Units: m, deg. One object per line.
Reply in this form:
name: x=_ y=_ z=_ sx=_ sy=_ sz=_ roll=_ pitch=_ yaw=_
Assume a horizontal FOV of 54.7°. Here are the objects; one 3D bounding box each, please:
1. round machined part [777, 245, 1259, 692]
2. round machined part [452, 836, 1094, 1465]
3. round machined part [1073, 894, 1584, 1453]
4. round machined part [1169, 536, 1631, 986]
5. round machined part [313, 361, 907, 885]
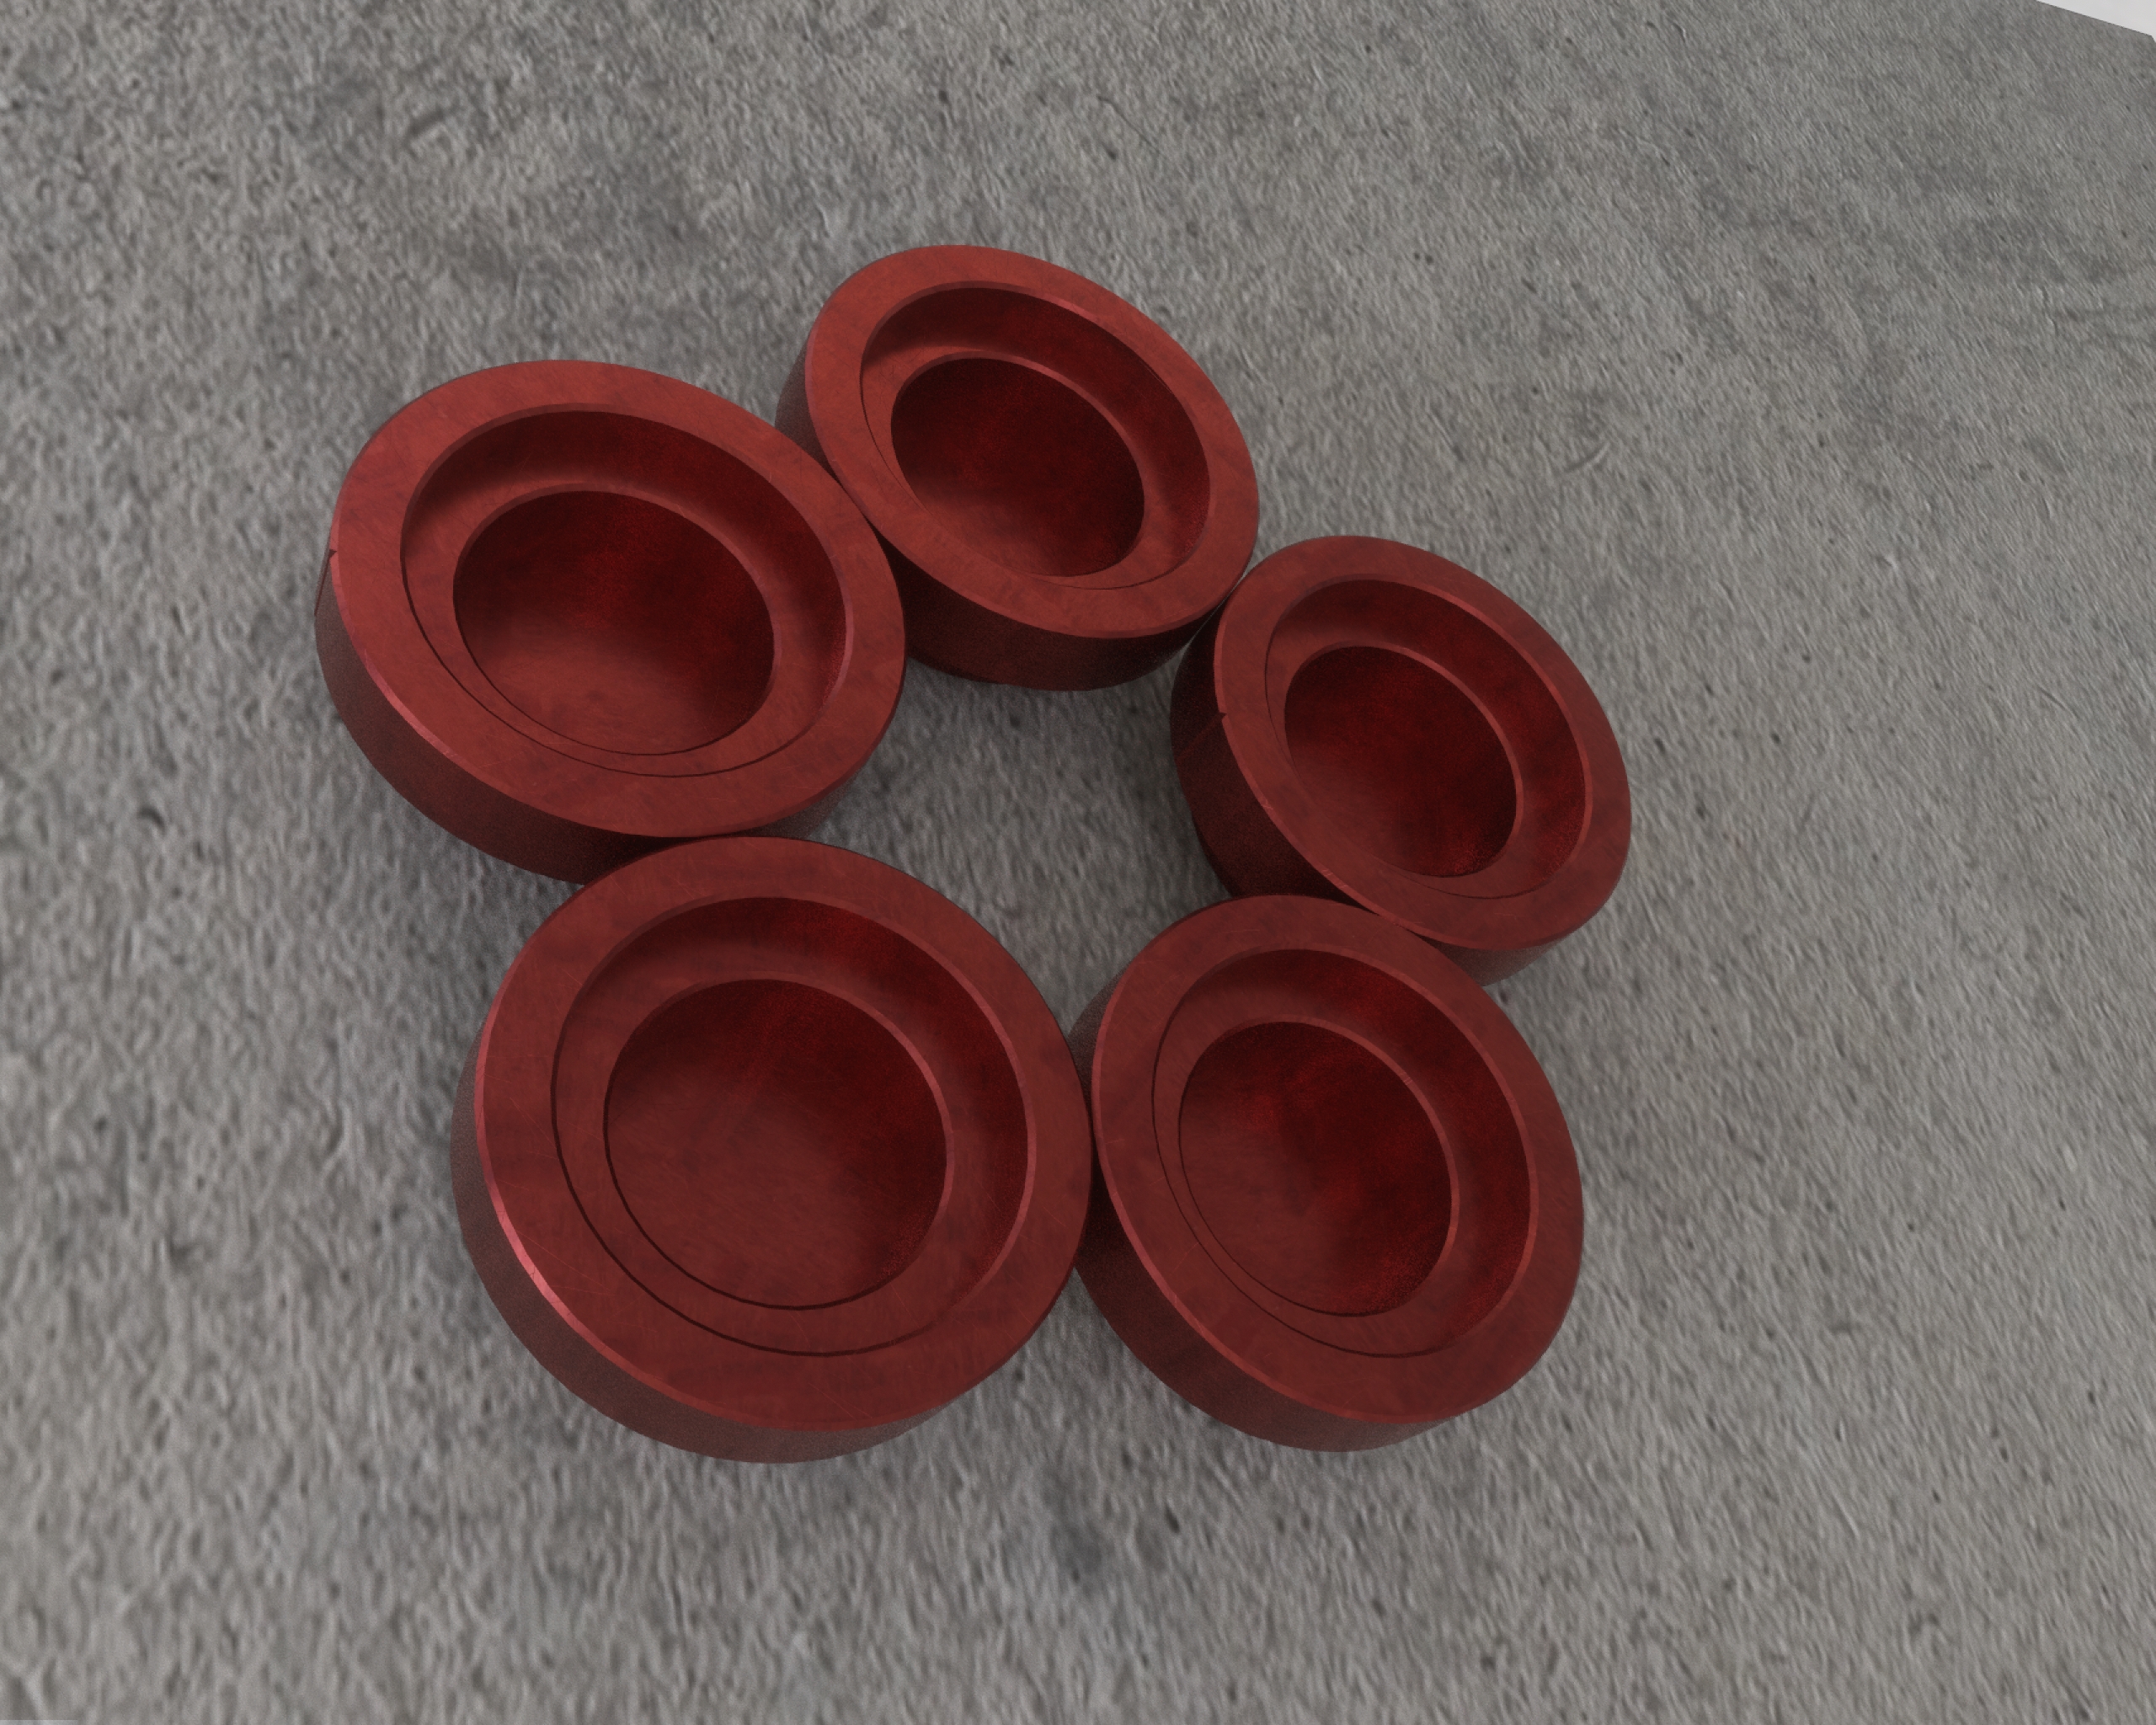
round machined part: x=-0.016 y=-0.076 z=0.431 sx=0.099 sy=0.042 sz=0.098 roll=14 pitch=56 yaw=-21
round machined part: x=-0.051 y=0.048 z=0.336 sx=0.099 sy=0.042 sz=0.098 roll=14 pitch=56 yaw=-21
round machined part: x=0.039 y=0.058 z=0.378 sx=0.099 sy=0.042 sz=0.098 roll=14 pitch=56 yaw=-21
round machined part: x=0.063 y=-0.017 z=0.437 sx=0.099 sy=0.042 sz=0.098 roll=14 pitch=56 yaw=-21
round machined part: x=-0.084 y=-0.038 z=0.371 sx=0.099 sy=0.042 sz=0.098 roll=13 pitch=56 yaw=-21
